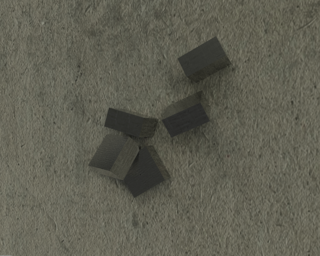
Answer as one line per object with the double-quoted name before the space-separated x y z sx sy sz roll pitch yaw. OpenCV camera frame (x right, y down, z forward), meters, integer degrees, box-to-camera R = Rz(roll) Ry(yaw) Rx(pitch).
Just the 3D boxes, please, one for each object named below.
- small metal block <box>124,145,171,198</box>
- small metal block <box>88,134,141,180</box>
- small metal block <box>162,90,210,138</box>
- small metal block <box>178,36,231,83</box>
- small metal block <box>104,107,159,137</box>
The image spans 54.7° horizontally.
"small metal block" -0.022 0.058 0.417 0.050 0.025 0.050 -33 80 17
"small metal block" -0.060 0.037 0.409 0.050 0.025 0.050 4 59 46
"small metal block" 0.033 -0.018 0.381 0.050 0.050 0.025 -24 107 18
"small metal block" 0.056 -0.081 0.376 0.050 0.050 0.025 -27 81 18
"small metal block" -0.037 -0.007 0.409 0.050 0.050 0.025 17 96 19
